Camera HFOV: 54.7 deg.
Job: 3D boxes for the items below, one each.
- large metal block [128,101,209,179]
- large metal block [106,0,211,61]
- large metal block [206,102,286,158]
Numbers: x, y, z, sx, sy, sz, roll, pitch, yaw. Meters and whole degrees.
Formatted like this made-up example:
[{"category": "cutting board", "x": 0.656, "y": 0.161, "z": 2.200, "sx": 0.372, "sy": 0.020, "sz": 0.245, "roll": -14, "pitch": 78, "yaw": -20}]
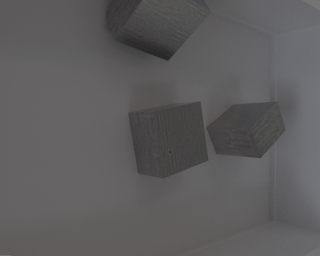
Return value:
[{"category": "large metal block", "x": 0.012, "y": 0.012, "z": 0.400, "sx": 0.081, "sy": 0.050, "sz": 0.079, "roll": -15, "pitch": 99, "yaw": -39}, {"category": "large metal block", "x": -0.003, "y": -0.134, "z": 0.358, "sx": 0.081, "sy": 0.080, "sz": 0.050, "roll": 11, "pitch": 47, "yaw": -40}, {"category": "large metal block", "x": 0.134, "y": 0.001, "z": 0.483, "sx": 0.080, "sy": 0.080, "sz": 0.050, "roll": -36, "pitch": 113, "yaw": -34}]
